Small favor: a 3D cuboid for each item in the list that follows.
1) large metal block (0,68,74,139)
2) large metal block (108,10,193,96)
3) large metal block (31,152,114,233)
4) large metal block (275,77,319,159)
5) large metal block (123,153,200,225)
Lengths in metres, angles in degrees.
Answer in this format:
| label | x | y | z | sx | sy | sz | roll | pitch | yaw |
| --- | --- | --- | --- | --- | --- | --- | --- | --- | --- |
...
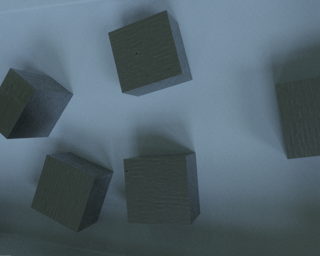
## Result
| label | x | y | z | sx | sy | sz | roll | pitch | yaw |
| --- | --- | --- | --- | --- | --- | --- | --- | --- | --- |
| large metal block | -0.186 | -0.032 | 0.445 | 0.050 | 0.080 | 0.080 | 37 | 102 | 16 |
| large metal block | -0.011 | -0.092 | 0.400 | 0.080 | 0.050 | 0.080 | -15 | 85 | 19 |
| large metal block | -0.124 | 0.087 | 0.439 | 0.080 | 0.050 | 0.080 | 21 | 97 | 18 |
| large metal block | 0.174 | -0.013 | 0.336 | 0.080 | 0.050 | 0.080 | -9 | 87 | 19 |
| large metal block | 0.004 | 0.075 | 0.395 | 0.080 | 0.050 | 0.080 | -5 | 89 | 19 |
